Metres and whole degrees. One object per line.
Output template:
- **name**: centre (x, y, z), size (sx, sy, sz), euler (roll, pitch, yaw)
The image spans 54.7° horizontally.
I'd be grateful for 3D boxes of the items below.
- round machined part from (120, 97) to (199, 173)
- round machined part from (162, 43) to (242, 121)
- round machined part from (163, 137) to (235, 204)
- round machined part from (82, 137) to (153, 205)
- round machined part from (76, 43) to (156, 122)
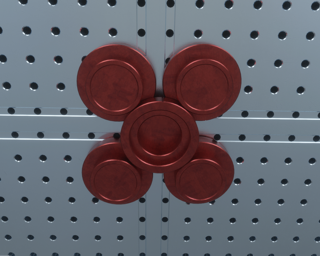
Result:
- **round machined part**: centre (0.000, 0.006, 0.405), size (0.099, 0.042, 0.097), euler (0, 110, -1)
- **round machined part**: centre (0.052, -0.054, 0.384), size (0.099, 0.042, 0.097), euler (0, 110, -1)
- **round machined part**: centre (0.054, 0.064, 0.428), size (0.099, 0.042, 0.097), euler (0, 110, -1)
- **round machined part**: centre (-0.059, 0.065, 0.428), size (0.099, 0.042, 0.097), euler (0, 110, -1)
- **round machined part**: centre (-0.054, -0.053, 0.383), size (0.099, 0.042, 0.097), euler (0, 110, -1)
